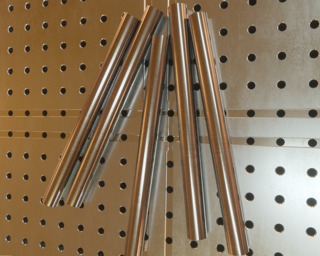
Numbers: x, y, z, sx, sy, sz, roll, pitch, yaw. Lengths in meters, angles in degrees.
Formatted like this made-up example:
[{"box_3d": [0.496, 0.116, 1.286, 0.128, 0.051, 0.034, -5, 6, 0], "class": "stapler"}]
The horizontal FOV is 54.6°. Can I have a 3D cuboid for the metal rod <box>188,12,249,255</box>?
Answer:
[{"box_3d": [0.072, 0.004, 0.387, 0.025, 0.025, 0.299, -11, 86, 20], "class": "metal rod"}]

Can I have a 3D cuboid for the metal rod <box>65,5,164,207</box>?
[{"box_3d": [-0.067, -0.024, 0.437, 0.025, 0.025, 0.299, 27, 99, 18], "class": "metal rod"}]

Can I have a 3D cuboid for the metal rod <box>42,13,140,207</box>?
[{"box_3d": [-0.102, -0.019, 0.448, 0.025, 0.025, 0.299, 29, 99, 17], "class": "metal rod"}]

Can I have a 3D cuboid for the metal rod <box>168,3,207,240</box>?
[{"box_3d": [0.035, -0.009, 0.400, 0.025, 0.025, 0.298, -5, 88, 20], "class": "metal rod"}]

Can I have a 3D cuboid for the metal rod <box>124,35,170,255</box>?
[{"box_3d": [-0.017, 0.027, 0.419, 0.025, 0.025, 0.298, 9, 93, 20], "class": "metal rod"}]
